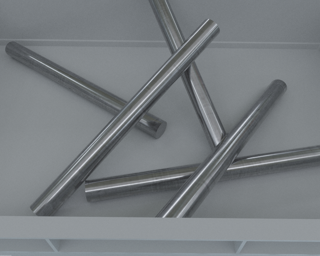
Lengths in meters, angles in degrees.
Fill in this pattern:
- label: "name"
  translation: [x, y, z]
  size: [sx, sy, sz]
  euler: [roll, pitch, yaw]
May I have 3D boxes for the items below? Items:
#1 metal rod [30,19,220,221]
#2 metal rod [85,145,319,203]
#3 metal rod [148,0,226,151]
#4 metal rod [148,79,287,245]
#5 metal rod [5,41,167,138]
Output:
- label: "metal rod"
  translation: [-0.031, -0.019, 0.362]
  size: [0.025, 0.025, 0.300]
  euler: [35, 76, 25]
- label: "metal rod"
  translation: [0.067, 0.050, 0.363]
  size: [0.302, 0.025, 0.025]
  euler: [-8, 51, -7]
- label: "metal rod"
  translation: [0.025, -0.106, 0.413]
  size: [0.025, 0.025, 0.299]
  euler: [-18, 78, -15]
- label: "metal rod"
  translation: [0.088, 0.016, 0.363]
  size: [0.025, 0.025, 0.302]
  euler: [30, 47, 22]
- label: "metal rod"
  translation: [-0.121, -0.064, 0.457]
  size: [0.300, 0.025, 0.025]
  euler: [29, 56, 21]
